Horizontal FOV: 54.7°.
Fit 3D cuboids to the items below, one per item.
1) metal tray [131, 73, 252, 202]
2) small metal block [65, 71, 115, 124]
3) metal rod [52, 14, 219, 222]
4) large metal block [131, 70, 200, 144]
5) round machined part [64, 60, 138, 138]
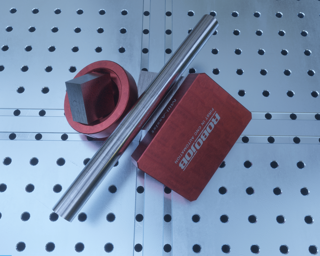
[{"bbox_3d":[0.039,0.011,0.370,0.090,0.030,0.130,36,86,-21],"label":"metal tray"},{"bbox_3d":[-0.084,-0.039,0.382,0.025,0.050,0.050,12,30,31],"label":"small metal block"},{"bbox_3d":[-0.018,-0.025,0.367,0.025,0.025,0.300,33,73,11],"label":"metal rod"},{"bbox_3d":[0.008,-0.023,0.406,0.080,0.050,0.080,9,70,3],"label":"large metal block"},{"bbox_3d":[-0.071,-0.034,0.400,0.098,0.042,0.098,-7,71,23],"label":"round machined part"}]
